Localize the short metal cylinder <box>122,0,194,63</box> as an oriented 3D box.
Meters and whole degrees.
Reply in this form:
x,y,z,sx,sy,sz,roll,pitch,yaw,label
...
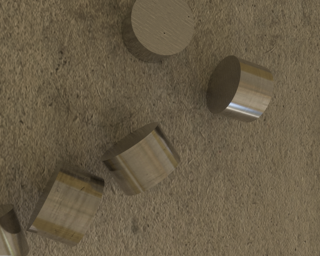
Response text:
x,y,z,sx,sy,sz,roll,pitch,yaw,label
-0.004,-0.127,0.394,0.081,0.050,0.080,0,90,-20,short metal cylinder

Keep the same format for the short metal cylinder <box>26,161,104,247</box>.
x,y,z,sx,sy,sz,roll,pitch,yaw,label
-0.103,0.083,0.342,0.050,0.080,0.080,28,81,-18,short metal cylinder

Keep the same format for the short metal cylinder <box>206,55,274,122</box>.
x,y,z,sx,sy,sz,roll,pitch,yaw,label
0.105,-0.052,0.418,0.050,0.080,0.080,14,85,-20,short metal cylinder

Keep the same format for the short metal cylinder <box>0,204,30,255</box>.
x,y,z,sx,sy,sz,roll,pitch,yaw,label
-0.182,0.118,0.313,0.081,0.080,0.050,-19,97,-19,short metal cylinder

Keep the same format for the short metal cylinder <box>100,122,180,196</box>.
x,y,z,sx,sy,sz,roll,pitch,yaw,label
-0.023,0.035,0.371,0.080,0.080,0.050,-36,102,-16,short metal cylinder
